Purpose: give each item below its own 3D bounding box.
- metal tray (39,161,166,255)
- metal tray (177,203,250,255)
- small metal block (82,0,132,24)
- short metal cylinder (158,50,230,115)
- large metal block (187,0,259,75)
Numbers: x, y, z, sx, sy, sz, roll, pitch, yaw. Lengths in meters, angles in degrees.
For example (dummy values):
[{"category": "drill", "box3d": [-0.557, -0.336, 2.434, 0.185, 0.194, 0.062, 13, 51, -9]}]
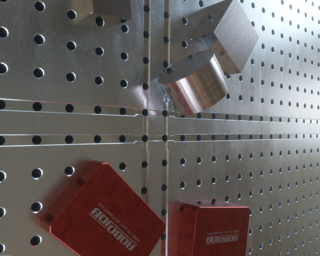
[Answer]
[{"category": "metal tray", "box3d": [-0.059, 0.112, 0.359, 0.090, 0.030, 0.130, -53, 121, -27]}, {"category": "metal tray", "box3d": [0.086, 0.165, 0.482, 0.131, 0.030, 0.090, 12, 82, -40]}, {"category": "small metal block", "box3d": [-0.062, -0.152, 0.358, 0.050, 0.025, 0.050, -7, 95, -40]}, {"category": "short metal cylinder", "box3d": [0.045, -0.061, 0.413, 0.080, 0.080, 0.050, -47, 118, -30]}, {"category": "large metal block", "box3d": [0.100, -0.139, 0.479, 0.080, 0.050, 0.080, 45, 63, -31]}]
